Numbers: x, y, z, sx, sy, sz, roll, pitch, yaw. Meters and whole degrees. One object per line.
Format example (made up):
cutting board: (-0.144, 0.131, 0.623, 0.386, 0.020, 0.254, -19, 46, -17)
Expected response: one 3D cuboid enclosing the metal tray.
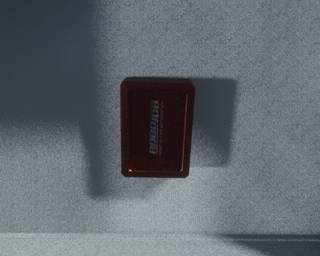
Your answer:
metal tray: (-0.005, 0.001, 0.406, 0.091, 0.030, 0.129, 1, 110, -2)
